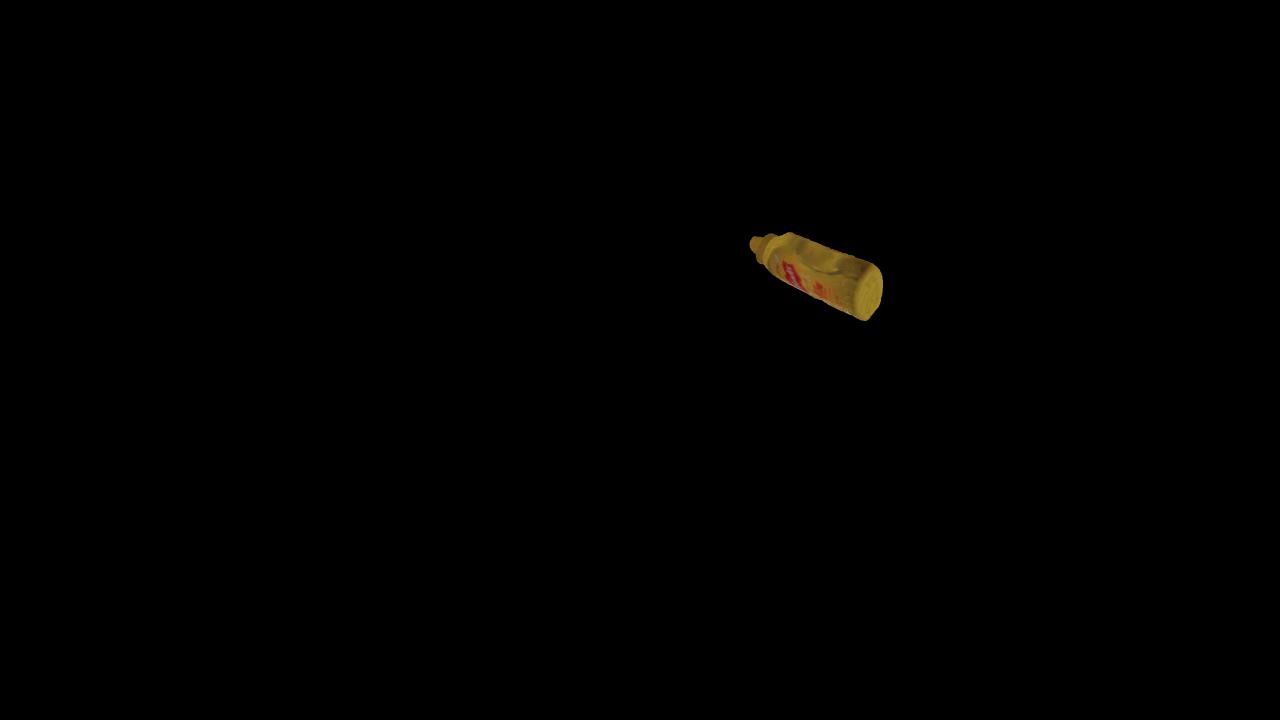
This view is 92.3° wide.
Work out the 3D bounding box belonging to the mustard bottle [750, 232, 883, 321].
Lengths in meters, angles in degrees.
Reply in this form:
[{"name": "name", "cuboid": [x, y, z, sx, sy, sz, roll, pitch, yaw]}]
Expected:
[{"name": "mustard bottle", "cuboid": [0.213, -0.118, 0.778, 0.184, 0.054, 0.092, 35, -4, 37]}]
